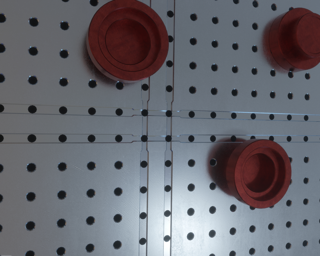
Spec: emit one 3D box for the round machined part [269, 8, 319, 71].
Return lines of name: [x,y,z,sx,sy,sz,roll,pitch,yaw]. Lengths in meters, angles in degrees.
round machined part: [0.225,-0.140,0.486,0.099,0.042,0.097,0,90,-20]

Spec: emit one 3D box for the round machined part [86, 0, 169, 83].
round machined part: [-0.042,-0.105,0.388,0.099,0.042,0.097,0,90,-20]

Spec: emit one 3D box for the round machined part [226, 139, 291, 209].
round machined part: [0.139,0.064,0.454,0.099,0.042,0.097,0,90,-20]
